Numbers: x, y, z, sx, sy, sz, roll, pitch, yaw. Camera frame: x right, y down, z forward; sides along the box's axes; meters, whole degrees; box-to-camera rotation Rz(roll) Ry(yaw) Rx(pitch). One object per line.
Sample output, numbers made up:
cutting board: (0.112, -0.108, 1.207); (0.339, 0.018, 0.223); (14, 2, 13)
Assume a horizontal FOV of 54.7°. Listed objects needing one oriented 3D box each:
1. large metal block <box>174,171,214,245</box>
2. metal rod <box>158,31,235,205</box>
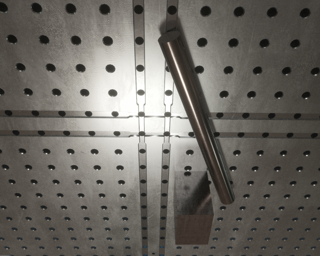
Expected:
large metal block: (0.049, 0.124, 0.482); (0.050, 0.080, 0.079); (0, 130, -1)
metal rod: (0.061, 0.010, 0.420); (0.025, 0.025, 0.299); (-16, 129, 12)
